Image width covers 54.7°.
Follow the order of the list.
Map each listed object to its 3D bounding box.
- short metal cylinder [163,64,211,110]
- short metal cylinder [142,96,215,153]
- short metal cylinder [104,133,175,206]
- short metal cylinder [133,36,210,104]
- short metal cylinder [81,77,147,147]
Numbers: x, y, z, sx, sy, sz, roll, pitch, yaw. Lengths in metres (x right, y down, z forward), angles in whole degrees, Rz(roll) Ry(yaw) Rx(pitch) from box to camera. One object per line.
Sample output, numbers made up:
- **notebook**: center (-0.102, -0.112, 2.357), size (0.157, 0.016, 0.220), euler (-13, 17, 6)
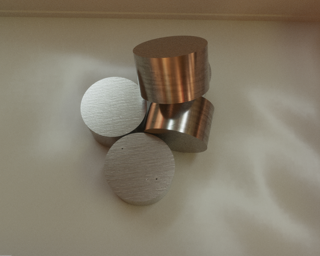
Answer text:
- **short metal cylinder**: center (0.025, -0.063, 0.418), size (0.081, 0.050, 0.080), euler (0, 70, 0)
- **short metal cylinder**: center (0.023, -0.006, 0.382), size (0.080, 0.080, 0.050), euler (13, 71, 4)
- **short metal cylinder**: center (-0.023, 0.051, 0.375), size (0.081, 0.050, 0.080), euler (0, 70, 0)
- **short metal cylinder**: center (0.014, -0.067, 0.345), size (0.080, 0.050, 0.080), euler (-6, 30, 4)
- **short metal cylinder**: center (-0.056, -0.019, 0.400), size (0.081, 0.050, 0.080), euler (0, 70, 0)
